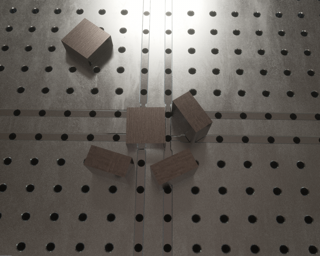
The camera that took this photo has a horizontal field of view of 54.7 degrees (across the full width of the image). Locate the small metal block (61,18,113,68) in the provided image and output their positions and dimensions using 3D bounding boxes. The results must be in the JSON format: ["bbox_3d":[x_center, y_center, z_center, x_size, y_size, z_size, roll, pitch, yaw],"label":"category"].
[{"bbox_3d":[-0.106,-0.125,0.456,0.050,0.025,0.050,36,74,12],"label":"small metal block"}]

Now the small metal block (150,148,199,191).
[{"bbox_3d":[0.016,0.052,0.380,0.050,0.050,0.025,-24,72,-9],"label":"small metal block"}]

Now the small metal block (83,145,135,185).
[{"bbox_3d":[-0.060,0.046,0.381,0.050,0.050,0.025,16,71,5],"label":"small metal block"}]

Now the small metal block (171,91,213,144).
[{"bbox_3d":[0.040,-0.012,0.403,0.025,0.050,0.050,-32,73,-11],"label":"small metal block"}]

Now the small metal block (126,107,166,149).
[{"bbox_3d":[-0.018,0.000,0.411,0.050,0.025,0.050,0,70,-1],"label":"small metal block"}]
